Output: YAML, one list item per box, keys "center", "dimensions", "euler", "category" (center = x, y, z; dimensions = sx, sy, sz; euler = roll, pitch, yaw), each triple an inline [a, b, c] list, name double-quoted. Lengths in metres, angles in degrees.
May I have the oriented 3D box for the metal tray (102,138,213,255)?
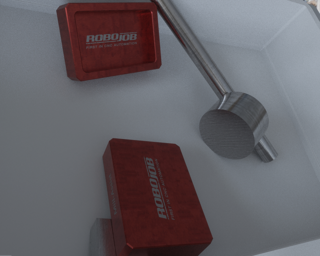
- center: [-0.007, 0.071, 0.334]
  dimensions: [0.091, 0.030, 0.130]
  euler: [7, 43, -25]
  category: "metal tray"

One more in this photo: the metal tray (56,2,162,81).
- center: [-0.061, -0.116, 0.409]
  dimensions: [0.131, 0.030, 0.089]
  euler: [-17, 110, -35]
  category: "metal tray"

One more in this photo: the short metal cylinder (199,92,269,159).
- center: [0.102, -0.003, 0.430]
  dimensions: [0.080, 0.080, 0.050]
  euler: [45, 51, 3]
  category: "short metal cylinder"

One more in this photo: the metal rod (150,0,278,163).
- center: [0.080, -0.073, 0.452]
  dimensions: [0.299, 0.025, 0.025]
  euler: [53, 50, -8]
  category: "metal rod"

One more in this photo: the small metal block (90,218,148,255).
- center: [-0.041, 0.119, 0.304]
  dimensions: [0.050, 0.025, 0.050]
  euler: [11, 40, -22]
  category: "small metal block"
